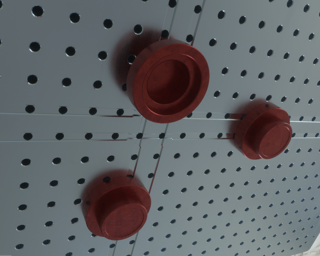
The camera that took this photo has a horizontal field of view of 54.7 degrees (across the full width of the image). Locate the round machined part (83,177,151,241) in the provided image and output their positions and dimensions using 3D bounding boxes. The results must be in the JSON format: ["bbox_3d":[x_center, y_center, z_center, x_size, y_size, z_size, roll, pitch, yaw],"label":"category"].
[{"bbox_3d":[-0.057,0.122,0.446,0.099,0.042,0.097,-14,125,-21],"label":"round machined part"}]

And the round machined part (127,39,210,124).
[{"bbox_3d":[0.006,-0.058,0.370,0.099,0.042,0.097,-14,125,-21],"label":"round machined part"}]

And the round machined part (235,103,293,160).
[{"bbox_3d":[0.175,0.012,0.506,0.099,0.042,0.097,-14,124,-21],"label":"round machined part"}]
